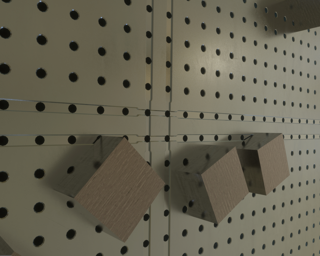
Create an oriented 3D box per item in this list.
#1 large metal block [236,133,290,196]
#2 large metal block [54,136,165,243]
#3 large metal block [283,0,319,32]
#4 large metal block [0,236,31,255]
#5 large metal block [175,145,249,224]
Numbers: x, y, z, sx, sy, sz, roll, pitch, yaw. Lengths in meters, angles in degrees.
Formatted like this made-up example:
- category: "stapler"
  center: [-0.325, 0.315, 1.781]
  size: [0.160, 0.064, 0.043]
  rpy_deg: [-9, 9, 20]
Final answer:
- category: "large metal block"
  center: [0.176, 0.059, 0.539]
  size: [0.081, 0.050, 0.080]
  rpy_deg: [-24, 105, -37]
- category: "large metal block"
  center: [-0.053, 0.066, 0.347]
  size: [0.080, 0.050, 0.080]
  rpy_deg: [52, 60, -27]
- category: "large metal block"
  center: [0.313, -0.253, 0.633]
  size: [0.080, 0.080, 0.050]
  rpy_deg: [47, 62, -30]
- category: "large metal block"
  center: [-0.136, 0.159, 0.279]
  size: [0.080, 0.050, 0.080]
  rpy_deg: [50, 61, -28]
- category: "large metal block"
  center: [0.079, 0.080, 0.458]
  size: [0.081, 0.050, 0.080]
  rpy_deg: [-32, 110, -35]
